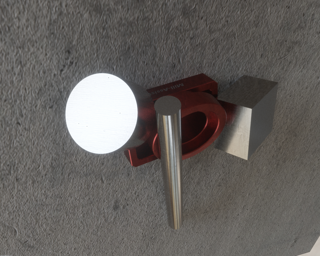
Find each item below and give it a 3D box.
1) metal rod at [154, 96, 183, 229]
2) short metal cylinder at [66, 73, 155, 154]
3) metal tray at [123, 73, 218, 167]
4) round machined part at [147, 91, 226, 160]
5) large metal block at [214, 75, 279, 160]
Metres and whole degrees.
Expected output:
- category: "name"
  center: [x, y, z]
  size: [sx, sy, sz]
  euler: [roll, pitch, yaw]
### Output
- category: "metal rod"
  center: [0.017, 0.069, 0.405]
  size: [0.025, 0.025, 0.299]
  euler: [-25, 145, -14]
- category: "short metal cylinder"
  center: [-0.051, -0.014, 0.329]
  size: [0.080, 0.080, 0.050]
  euler: [-55, 164, 11]
- category: "metal tray"
  center: [0.013, -0.011, 0.407]
  size: [0.131, 0.030, 0.089]
  euler: [-19, 126, -18]
- category: "round machined part"
  center: [0.028, -0.006, 0.379]
  size: [0.099, 0.042, 0.097]
  euler: [-19, 142, -16]
- category: "large metal block"
  center: [0.118, -0.017, 0.427]
  size: [0.080, 0.050, 0.079]
  euler: [-38, 135, -38]
